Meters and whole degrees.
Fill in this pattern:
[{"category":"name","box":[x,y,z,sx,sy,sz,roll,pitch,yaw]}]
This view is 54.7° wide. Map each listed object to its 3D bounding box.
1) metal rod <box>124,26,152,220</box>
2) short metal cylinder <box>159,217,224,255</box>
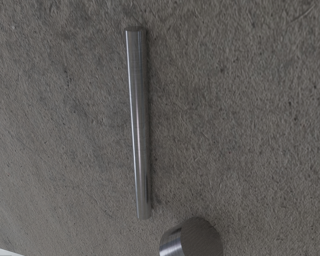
[{"category":"metal rod","box":[-0.027,0.014,0.429,0.025,0.025,0.298,13,124,21]},{"category":"short metal cylinder","box":[0.047,0.179,0.458,0.080,0.080,0.050,45,129,-3]}]
